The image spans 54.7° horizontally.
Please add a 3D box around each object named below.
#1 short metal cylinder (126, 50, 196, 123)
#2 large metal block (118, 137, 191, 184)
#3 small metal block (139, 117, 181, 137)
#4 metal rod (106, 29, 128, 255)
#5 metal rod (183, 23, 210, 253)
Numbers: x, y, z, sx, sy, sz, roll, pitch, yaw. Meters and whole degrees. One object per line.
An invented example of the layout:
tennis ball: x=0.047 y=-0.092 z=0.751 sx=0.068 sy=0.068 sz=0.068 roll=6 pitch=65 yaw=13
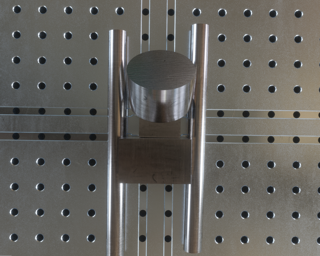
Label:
short metal cylinder: x=0.001 y=-0.052 z=0.379 sx=0.081 sy=0.050 sz=0.080 roll=1 pitch=46 yaw=-1
large metal block: x=-0.006 y=0.037 z=0.383 sx=0.081 sy=0.080 sz=0.050 roll=1 pitch=90 yaw=0
small metal block: x=0.000 y=-0.001 z=0.401 sx=0.050 sy=0.050 sz=0.025 roll=1 pitch=90 yaw=-1
metal rod: x=-0.058 y=0.022 z=0.413 sx=0.025 sy=0.025 sz=0.298 roll=1 pitch=90 yaw=0
metal rod: x=0.049 y=0.014 z=0.413 sx=0.025 sy=0.025 sz=0.298 roll=2 pitch=90 yaw=0
